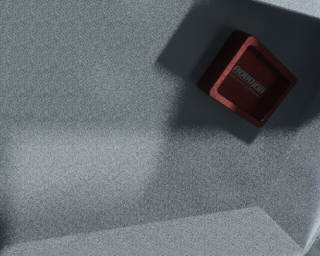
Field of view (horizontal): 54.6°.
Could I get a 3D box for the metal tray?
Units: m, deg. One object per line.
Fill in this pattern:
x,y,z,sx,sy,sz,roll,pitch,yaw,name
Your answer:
0.125,-0.063,0.433,0.131,0.030,0.090,26,104,-37,metal tray
